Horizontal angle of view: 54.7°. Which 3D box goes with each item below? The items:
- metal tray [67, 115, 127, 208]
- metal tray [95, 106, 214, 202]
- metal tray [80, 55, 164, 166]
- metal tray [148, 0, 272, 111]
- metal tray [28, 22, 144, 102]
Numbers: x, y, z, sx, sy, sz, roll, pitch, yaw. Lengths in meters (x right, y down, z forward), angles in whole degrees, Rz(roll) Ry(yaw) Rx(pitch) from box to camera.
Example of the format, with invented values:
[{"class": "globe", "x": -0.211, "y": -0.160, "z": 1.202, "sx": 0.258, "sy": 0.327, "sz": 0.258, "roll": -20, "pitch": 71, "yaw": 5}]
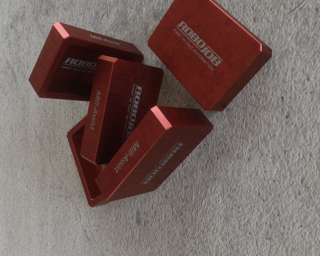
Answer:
[{"class": "metal tray", "x": -0.091, "y": 0.044, "z": 0.475, "sx": 0.090, "sy": 0.030, "sz": 0.130, "roll": -35, "pitch": 69, "yaw": 34}, {"class": "metal tray", "x": -0.007, "y": 0.032, "z": 0.368, "sx": 0.129, "sy": 0.091, "sz": 0.030, "roll": -51, "pitch": 61, "yaw": 28}, {"class": "metal tray", "x": -0.047, "y": -0.021, "z": 0.400, "sx": 0.030, "sy": 0.091, "sz": 0.129, "roll": 21, "pitch": 103, "yaw": 38}, {"class": "metal tray", "x": 0.051, "y": -0.094, "z": 0.360, "sx": 0.090, "sy": 0.030, "sz": 0.130, "roll": -52, "pitch": 60, "yaw": 27}, {"class": "metal tray", "x": -0.093, "y": -0.079, "z": 0.413, "sx": 0.030, "sy": 0.131, "sz": 0.090, "roll": 51, "pitch": 119, "yaw": 27}]
